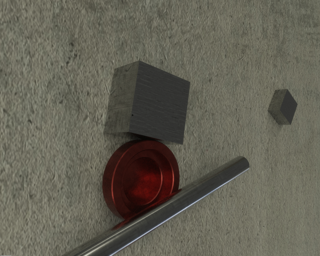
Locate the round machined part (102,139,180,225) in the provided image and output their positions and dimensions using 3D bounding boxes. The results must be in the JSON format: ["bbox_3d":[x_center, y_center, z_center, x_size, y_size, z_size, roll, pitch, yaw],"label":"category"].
[{"bbox_3d":[-0.026,0.062,0.372,0.099,0.042,0.097,-1,91,-40],"label":"round machined part"}]

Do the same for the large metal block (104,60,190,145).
[{"bbox_3d":[-0.014,-0.026,0.375,0.081,0.050,0.080,15,78,-39],"label":"large metal block"}]

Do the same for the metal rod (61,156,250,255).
[{"bbox_3d":[0.008,0.093,0.356,0.302,0.025,0.025,-20,103,-38],"label":"metal rod"}]

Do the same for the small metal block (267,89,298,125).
[{"bbox_3d":[0.241,-0.041,0.607,0.050,0.025,0.050,41,65,-33],"label":"small metal block"}]
